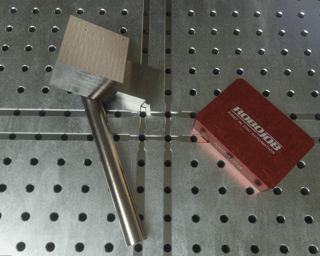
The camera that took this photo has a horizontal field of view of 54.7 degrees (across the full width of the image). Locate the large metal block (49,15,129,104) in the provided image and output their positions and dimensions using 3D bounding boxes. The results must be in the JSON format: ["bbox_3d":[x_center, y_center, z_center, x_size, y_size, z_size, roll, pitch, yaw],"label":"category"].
[{"bbox_3d":[-0.091,-0.088,0.406,0.081,0.050,0.080,17,56,-21],"label":"large metal block"}]

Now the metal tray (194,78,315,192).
[{"bbox_3d":[0.121,0.007,0.408,0.090,0.030,0.130,-41,76,-14],"label":"metal tray"}]

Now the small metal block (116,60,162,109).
[{"bbox_3d":[-0.030,-0.061,0.434,0.050,0.025,0.050,18,71,6],"label":"small metal block"}]

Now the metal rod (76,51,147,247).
[{"bbox_3d":[-0.078,0.002,0.409,0.025,0.025,0.299,-19,71,-7],"label":"metal rod"}]
